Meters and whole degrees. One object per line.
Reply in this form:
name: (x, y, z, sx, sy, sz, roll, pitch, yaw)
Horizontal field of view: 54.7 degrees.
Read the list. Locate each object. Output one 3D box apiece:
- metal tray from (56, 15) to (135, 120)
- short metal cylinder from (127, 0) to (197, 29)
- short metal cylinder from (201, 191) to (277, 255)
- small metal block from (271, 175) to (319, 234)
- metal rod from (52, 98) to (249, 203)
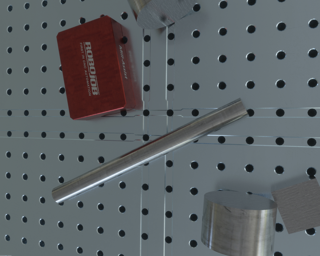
metal tray: (-0.092, -0.082, 0.442, 0.090, 0.030, 0.129, -12, 86, 19)
short metal cylinder: (-0.001, -0.167, 0.384, 0.080, 0.080, 0.050, -25, 82, 18)
short metal cylinder: (0.089, 0.106, 0.352, 0.080, 0.080, 0.050, 5, 92, 20)
small metal block: (0.162, 0.087, 0.355, 0.050, 0.025, 0.050, -23, 82, 18)
metal rod: (-0.025, 0.038, 0.421, 0.300, 0.025, 0.025, -26, 82, 18)
